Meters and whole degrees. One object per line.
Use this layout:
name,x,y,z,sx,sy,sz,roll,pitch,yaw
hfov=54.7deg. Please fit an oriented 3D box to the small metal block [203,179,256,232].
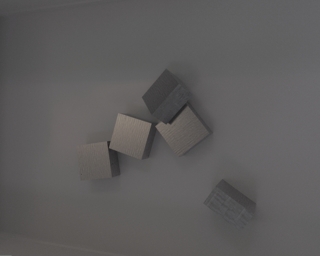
small metal block,0.084,0.090,0.367,0.050,0.050,0.025,36,102,16

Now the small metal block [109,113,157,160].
small metal block,-0.036,0.011,0.423,0.050,0.025,0.050,18,96,19

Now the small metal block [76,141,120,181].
small metal block,-0.088,0.046,0.442,0.050,0.025,0.050,-9,87,19

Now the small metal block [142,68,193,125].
small metal block,0.008,-0.041,0.393,0.050,0.025,0.050,-48,34,13

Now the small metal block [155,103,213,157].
small metal block,0.031,0.002,0.399,0.050,0.025,0.050,-40,78,15
